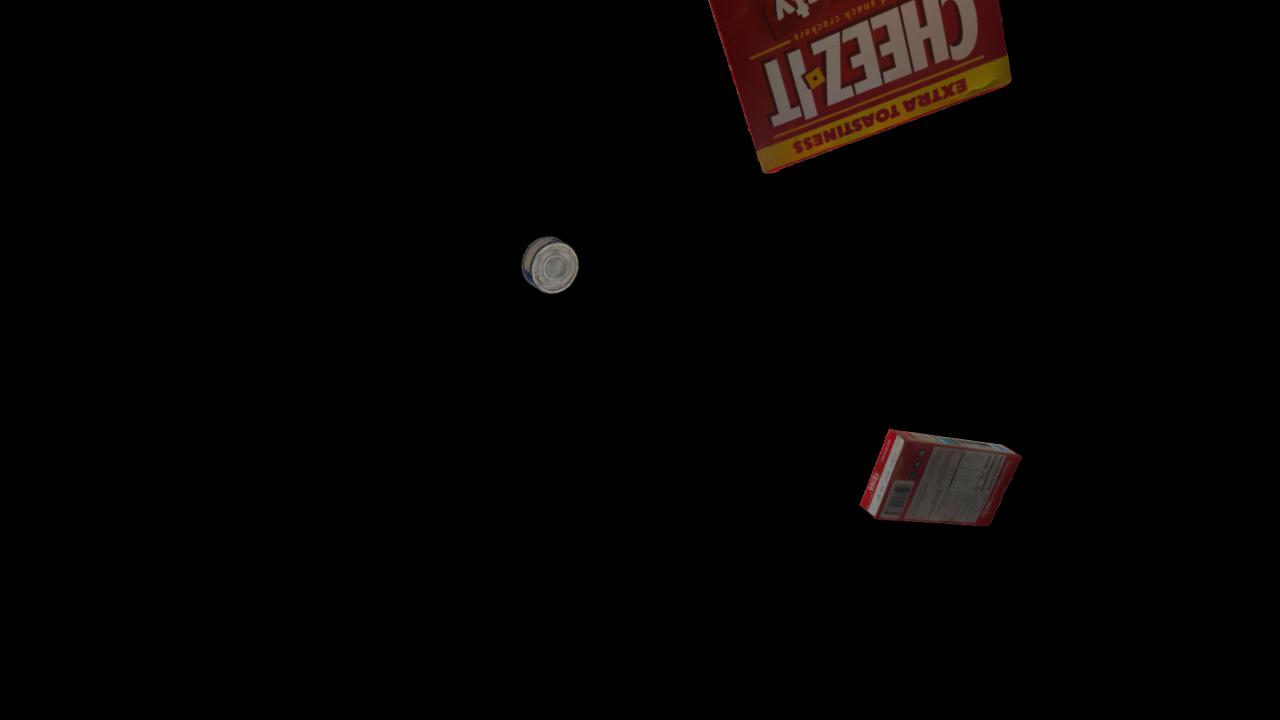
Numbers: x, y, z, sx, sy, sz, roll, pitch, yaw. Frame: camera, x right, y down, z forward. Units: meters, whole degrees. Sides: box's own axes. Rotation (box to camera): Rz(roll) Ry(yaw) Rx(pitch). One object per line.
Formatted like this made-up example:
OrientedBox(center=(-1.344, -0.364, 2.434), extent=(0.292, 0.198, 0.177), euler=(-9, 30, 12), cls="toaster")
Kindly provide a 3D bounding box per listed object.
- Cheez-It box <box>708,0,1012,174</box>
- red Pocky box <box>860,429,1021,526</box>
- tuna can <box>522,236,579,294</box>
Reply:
OrientedBox(center=(0.127, -0.260, 0.404), extent=(0.166, 0.223, 0.071), euler=(-15, 21, 22), cls="Cheez-It box")
OrientedBox(center=(0.288, 0.115, 0.589), extent=(0.155, 0.083, 0.028), euler=(10, 15, -23), cls="red Pocky box")
OrientedBox(center=(-0.137, -0.145, 0.946), extent=(0.084, 0.084, 0.034), euler=(0, 23, -37), cls="tuna can")
